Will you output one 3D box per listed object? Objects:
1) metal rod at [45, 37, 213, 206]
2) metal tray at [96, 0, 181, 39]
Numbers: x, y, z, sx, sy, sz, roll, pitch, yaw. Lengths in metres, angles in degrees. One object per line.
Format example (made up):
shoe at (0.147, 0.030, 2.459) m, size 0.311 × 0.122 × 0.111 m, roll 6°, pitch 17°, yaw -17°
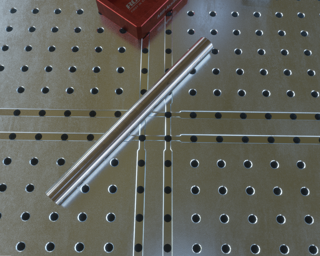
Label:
metal rod at (-0.031, -0.019, 0.418) m, size 0.025 × 0.025 × 0.301 m, roll 40°, pitch 74°, yaw 13°
metal tray at (-0.024, -0.212, 0.486) m, size 0.090 × 0.030 × 0.130 m, roll 37°, pitch 74°, yaw 12°
